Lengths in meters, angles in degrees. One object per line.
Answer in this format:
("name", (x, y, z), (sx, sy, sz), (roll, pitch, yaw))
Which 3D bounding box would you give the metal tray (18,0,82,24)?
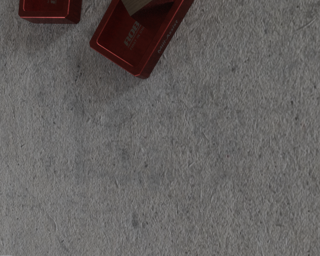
("metal tray", (-0.160, -0.225, 0.462), (0.090, 0.030, 0.129), (7, 92, 19))

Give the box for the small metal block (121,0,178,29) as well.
("small metal block", (-0.012, -0.156, 0.386), (0.050, 0.050, 0.025), (-31, 80, 17))

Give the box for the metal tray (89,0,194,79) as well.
("metal tray", (-0.026, -0.143, 0.415), (0.090, 0.030, 0.129), (35, 101, 16))
